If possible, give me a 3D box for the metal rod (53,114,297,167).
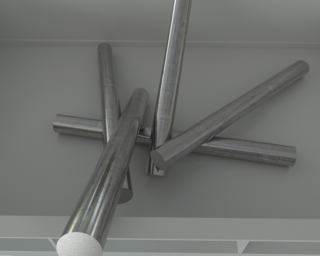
[{"bbox_3d":[0.013,0.014,0.392,0.302,0.025,0.025,8,51,6],"label":"metal rod"}]

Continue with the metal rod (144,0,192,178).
[{"bbox_3d":[0.017,-0.086,0.397,0.025,0.025,0.299,7,73,6],"label":"metal rod"}]

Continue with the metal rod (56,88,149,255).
[{"bbox_3d":[-0.036,0.010,0.307,0.025,0.025,0.300,3,22,2],"label":"metal rod"}]

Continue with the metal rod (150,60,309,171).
[{"bbox_3d":[0.110,-0.030,0.408,0.302,0.025,0.025,-30,56,-31],"label":"metal rod"}]

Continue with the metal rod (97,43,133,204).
[{"bbox_3d":[-0.065,-0.033,0.403,0.025,0.025,0.300,-8,42,-7],"label":"metal rod"}]
